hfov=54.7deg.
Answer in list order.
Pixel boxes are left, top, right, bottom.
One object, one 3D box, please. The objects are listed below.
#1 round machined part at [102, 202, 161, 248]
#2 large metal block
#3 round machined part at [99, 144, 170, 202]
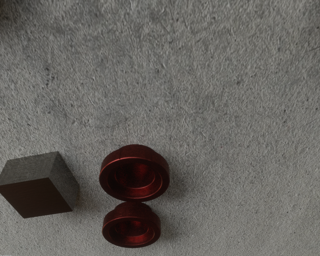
[{"bbox_3d":[-0.048,0.163,0.535,0.099,0.042,0.097,-1,130,0],"label":"round machined part"},{"bbox_3d":[-0.178,0.086,0.461,0.080,0.050,0.080,-10,130,8],"label":"large metal block"},{"bbox_3d":[-0.036,0.061,0.448,0.099,0.042,0.097,-1,130,0],"label":"round machined part"}]
